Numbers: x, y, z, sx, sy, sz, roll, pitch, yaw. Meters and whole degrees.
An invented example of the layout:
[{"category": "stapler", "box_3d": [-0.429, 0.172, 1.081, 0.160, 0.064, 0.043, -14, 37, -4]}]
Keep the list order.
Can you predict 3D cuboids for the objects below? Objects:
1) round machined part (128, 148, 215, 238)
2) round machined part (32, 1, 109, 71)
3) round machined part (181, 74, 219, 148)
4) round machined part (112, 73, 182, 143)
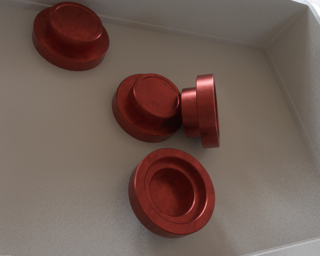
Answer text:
[{"category": "round machined part", "box_3d": [0.010, 0.076, 0.354, 0.099, 0.042, 0.098, 14, 56, -21]}, {"category": "round machined part", "box_3d": [-0.115, -0.127, 0.411, 0.099, 0.042, 0.098, 14, 56, -21]}, {"category": "round machined part", "box_3d": [0.054, -0.021, 0.413, 0.042, 0.098, 0.098, -5, 57, 13]}, {"category": "round machined part", "box_3d": [-0.010, -0.033, 0.409, 0.099, 0.042, 0.098, 14, 56, -21]}]
